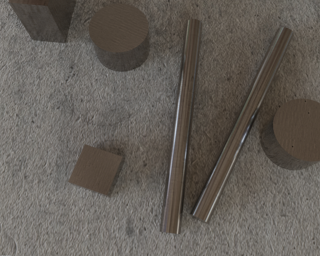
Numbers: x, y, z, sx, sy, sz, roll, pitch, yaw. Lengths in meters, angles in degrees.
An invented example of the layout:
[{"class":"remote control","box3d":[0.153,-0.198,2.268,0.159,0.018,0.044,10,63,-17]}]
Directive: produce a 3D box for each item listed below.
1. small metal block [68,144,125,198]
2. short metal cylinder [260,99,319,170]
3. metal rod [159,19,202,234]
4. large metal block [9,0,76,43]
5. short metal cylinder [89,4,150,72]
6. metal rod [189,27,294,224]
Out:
[{"class":"small metal block","box3d":[-0.078,0.054,0.388,0.050,0.025,0.050,18,71,6]},{"class":"short metal cylinder","box3d":[0.175,0.009,0.393,0.081,0.050,0.080,0,70,0]},{"class":"metal rod","box3d":[0.031,-0.016,0.414,0.025,0.025,0.299,7,70,2]},{"class":"large metal block","box3d":[-0.163,-0.181,0.444,0.050,0.080,0.080,6,70,2]},{"class":"short metal cylinder","box3d":[-0.056,-0.128,0.441,0.081,0.050,0.080,0,70,0]},{"class":"metal rod","box3d":[0.116,-0.016,0.414,0.025,0.025,0.300,26,72,9]}]
